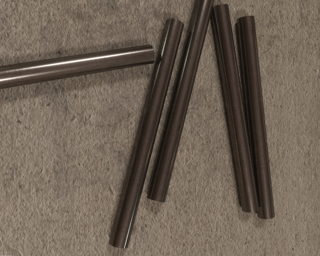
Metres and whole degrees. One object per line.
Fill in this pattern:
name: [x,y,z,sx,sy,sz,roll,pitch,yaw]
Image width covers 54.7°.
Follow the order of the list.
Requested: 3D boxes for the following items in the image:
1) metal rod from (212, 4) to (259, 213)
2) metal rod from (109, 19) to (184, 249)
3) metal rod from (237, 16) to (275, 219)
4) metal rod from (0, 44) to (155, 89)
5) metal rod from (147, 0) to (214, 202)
metal rod: [0.110,-0.026,0.451,0.025,0.025,0.298,-11,94,-20]
metal rod: [-0.016,0.003,0.404,0.025,0.025,0.299,16,85,-20]
metal rod: [0.144,-0.014,0.463,0.025,0.025,0.298,-8,93,-20]
metal rod: [-0.150,-0.063,0.353,0.302,0.025,0.025,-14,95,-20]
metal rod: [0.031,-0.050,0.421,0.025,0.025,0.299,16,85,-20]
